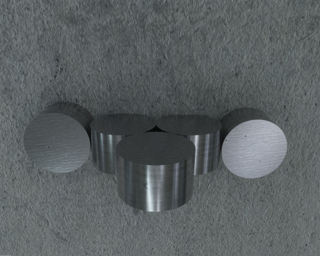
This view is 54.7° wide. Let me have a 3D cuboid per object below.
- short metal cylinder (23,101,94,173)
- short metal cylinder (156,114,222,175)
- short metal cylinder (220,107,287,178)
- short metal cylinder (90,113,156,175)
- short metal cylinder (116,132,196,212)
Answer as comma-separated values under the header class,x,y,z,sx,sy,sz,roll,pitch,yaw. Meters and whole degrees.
class,x,y,z,sx,sy,sz,roll,pitch,yaw
short metal cylinder,-0.125,0.011,0.400,0.081,0.050,0.079,0,110,-1
short metal cylinder,0.035,0.018,0.389,0.081,0.080,0.050,0,109,0
short metal cylinder,0.116,0.018,0.405,0.081,0.050,0.079,0,111,-1
short metal cylinder,-0.045,0.017,0.388,0.081,0.080,0.050,0,110,0
short metal cylinder,-0.004,0.042,0.323,0.081,0.080,0.050,1,111,-1
